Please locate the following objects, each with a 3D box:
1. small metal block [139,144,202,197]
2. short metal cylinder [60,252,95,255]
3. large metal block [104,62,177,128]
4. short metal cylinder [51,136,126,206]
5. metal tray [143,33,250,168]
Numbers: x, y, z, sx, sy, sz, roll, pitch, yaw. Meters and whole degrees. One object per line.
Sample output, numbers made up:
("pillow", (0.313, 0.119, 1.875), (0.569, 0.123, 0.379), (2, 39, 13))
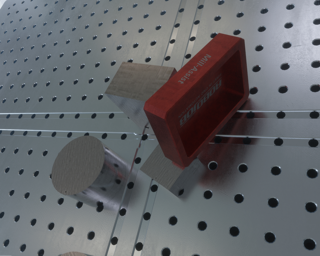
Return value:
("small metal block", (0.013, 0.046, 0.374), (0.050, 0.025, 0.050), (29, 78, 37))
("short metal cylinder", (-0.083, 0.177, 0.327), (0.080, 0.050, 0.080), (-13, 56, 21))
("large metal block", (-0.009, -0.038, 0.401), (0.080, 0.080, 0.050), (14, 69, 34))
("short metal cylinder", (-0.093, 0.057, 0.406), (0.080, 0.050, 0.080), (-13, 56, 21))
("metal tray", (0.048, -0.031, 0.342), (0.030, 0.090, 0.130), (28, 63, 37))
